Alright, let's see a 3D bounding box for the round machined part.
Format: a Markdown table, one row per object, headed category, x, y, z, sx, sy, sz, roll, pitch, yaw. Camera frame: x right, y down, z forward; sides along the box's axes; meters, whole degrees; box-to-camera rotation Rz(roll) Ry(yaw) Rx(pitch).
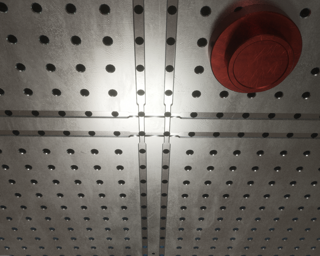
| category | x | y | z | sx | sy | sz | roll | pitch | yaw |
| --- | --- | --- | --- | --- | --- | --- | --- | --- | --- |
| round machined part | 0.104 | -0.078 | 0.336 | 0.099 | 0.042 | 0.097 | 0 | 130 | 0 |
